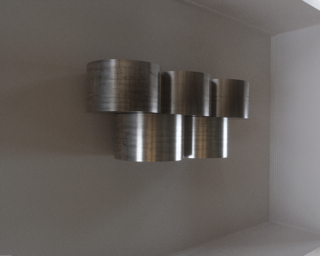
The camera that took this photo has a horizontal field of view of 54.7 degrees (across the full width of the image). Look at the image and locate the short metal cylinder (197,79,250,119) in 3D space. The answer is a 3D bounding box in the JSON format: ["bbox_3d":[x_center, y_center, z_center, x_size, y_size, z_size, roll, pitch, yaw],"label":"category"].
[{"bbox_3d":[0.086,-0.038,0.440,0.081,0.080,0.050,2,89,-40],"label":"short metal cylinder"}]

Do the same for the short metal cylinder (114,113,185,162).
[{"bbox_3d":[-0.012,0.010,0.358,0.081,0.080,0.050,1,90,-40],"label":"short metal cylinder"}]

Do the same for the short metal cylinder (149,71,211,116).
[{"bbox_3d":[0.024,-0.039,0.388,0.081,0.080,0.050,1,90,-40],"label":"short metal cylinder"}]

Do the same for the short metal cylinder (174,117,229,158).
[{"bbox_3d":[0.051,0.012,0.411,0.081,0.080,0.050,1,90,-40],"label":"short metal cylinder"}]

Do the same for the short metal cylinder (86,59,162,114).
[{"bbox_3d":[-0.039,-0.041,0.336,0.081,0.080,0.050,1,90,-40],"label":"short metal cylinder"}]
